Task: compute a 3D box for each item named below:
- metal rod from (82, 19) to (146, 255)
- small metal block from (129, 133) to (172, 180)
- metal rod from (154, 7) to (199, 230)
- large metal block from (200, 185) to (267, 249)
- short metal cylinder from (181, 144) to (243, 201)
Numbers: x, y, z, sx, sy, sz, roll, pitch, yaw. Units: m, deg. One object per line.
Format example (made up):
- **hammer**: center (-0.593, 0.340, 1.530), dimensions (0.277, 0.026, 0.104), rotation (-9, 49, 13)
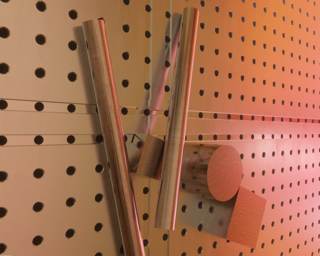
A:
- **metal rod**: center (-0.051, 0.028, 0.365), dimensions (0.025, 0.025, 0.298), rotation (-15, 100, -39)
- **small metal block**: center (-0.012, 0.038, 0.399), dimensions (0.050, 0.025, 0.050), rotation (25, 74, -37)
- **metal rod**: center (0.024, -0.024, 0.404), dimensions (0.025, 0.025, 0.299), rotation (21, 69, -38)
- **large metal block**: center (0.118, 0.138, 0.493), dimensions (0.080, 0.050, 0.080), rotation (31, 71, -36)
- **short metal cylinder**: center (0.077, 0.064, 0.458), dimensions (0.081, 0.050, 0.079), rotation (0, 90, -40)
